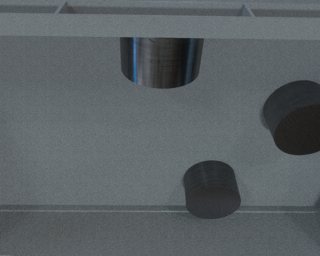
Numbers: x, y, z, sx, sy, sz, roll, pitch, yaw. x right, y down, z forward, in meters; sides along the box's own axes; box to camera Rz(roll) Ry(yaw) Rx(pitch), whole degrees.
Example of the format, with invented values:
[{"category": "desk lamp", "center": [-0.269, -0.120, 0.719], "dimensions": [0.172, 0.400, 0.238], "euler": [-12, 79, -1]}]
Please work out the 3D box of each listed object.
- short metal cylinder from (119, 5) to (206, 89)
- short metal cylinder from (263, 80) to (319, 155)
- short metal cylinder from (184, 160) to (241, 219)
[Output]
[{"category": "short metal cylinder", "center": [0.002, -0.081, 0.303], "dimensions": [0.081, 0.080, 0.050], "euler": [2, 130, -2]}, {"category": "short metal cylinder", "center": [0.175, -0.012, 0.384], "dimensions": [0.081, 0.050, 0.079], "euler": [0, 130, 0]}, {"category": "short metal cylinder", "center": [0.078, 0.095, 0.474], "dimensions": [0.081, 0.050, 0.079], "euler": [0, 130, 0]}]
